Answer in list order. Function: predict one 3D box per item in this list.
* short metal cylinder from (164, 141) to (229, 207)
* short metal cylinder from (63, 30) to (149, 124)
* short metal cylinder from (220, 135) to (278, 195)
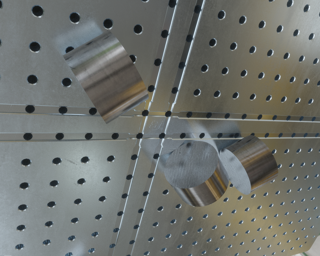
[{"bbox_3d":[0.053,0.065,0.447,0.080,0.080,0.050,-37,130,-4],"label":"short metal cylinder"},{"bbox_3d":[-0.054,-0.051,0.316,0.050,0.080,0.080,-32,129,-8],"label":"short metal cylinder"},{"bbox_3d":[0.139,0.058,0.490,0.050,0.080,0.080,-25,128,-13],"label":"short metal cylinder"}]
